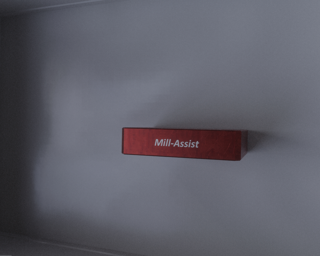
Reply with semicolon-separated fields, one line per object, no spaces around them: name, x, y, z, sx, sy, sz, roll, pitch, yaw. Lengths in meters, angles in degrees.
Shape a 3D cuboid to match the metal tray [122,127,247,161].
metal tray;0.032;0.016;0.364;0.130;0.090;0.030;1;91;20
